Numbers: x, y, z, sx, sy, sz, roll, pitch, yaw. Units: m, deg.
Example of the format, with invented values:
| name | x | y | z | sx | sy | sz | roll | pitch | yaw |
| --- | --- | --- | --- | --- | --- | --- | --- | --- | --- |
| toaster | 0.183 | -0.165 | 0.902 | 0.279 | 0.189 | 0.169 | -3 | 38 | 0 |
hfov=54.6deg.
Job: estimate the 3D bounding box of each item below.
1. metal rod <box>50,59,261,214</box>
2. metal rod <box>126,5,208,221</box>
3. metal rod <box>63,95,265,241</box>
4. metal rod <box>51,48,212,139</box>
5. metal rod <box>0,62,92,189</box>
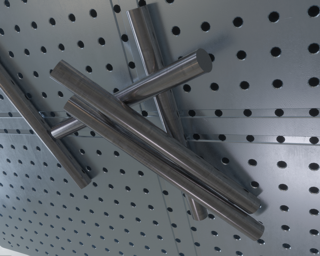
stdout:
| name | x | y | z | sx | sy | sz | roll | pitch | yaw |
| --- | --- | --- | --- | --- | --- | --- | --- | --- | --- |
| metal rod | 0.004 | 0.018 | 0.379 | 0.301 | 0.025 | 0.025 | 35 | 130 | -12 |
| metal rod | 0.017 | -0.002 | 0.401 | 0.025 | 0.025 | 0.299 | -4 | 117 | 30 |
| metal rod | 0.008 | 0.054 | 0.403 | 0.301 | 0.025 | 0.025 | 35 | 129 | -4 |
| metal rod | -0.061 | -0.030 | 0.402 | 0.299 | 0.025 | 0.025 | -19 | 109 | 43 |
| metal rod | -0.213 | -0.022 | 0.510 | 0.025 | 0.025 | 0.299 | -26 | 105 | 37 |
